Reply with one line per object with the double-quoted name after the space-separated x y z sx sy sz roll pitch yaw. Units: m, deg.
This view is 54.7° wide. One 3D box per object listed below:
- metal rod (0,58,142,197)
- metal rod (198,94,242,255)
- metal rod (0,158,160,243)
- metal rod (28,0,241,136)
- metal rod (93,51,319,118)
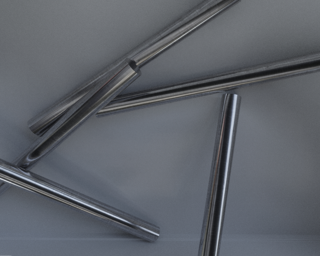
-0.142 0.017 0.399 0.300 0.025 0.025 -38 106 18 "metal rod"
0.067 0.105 0.379 0.025 0.025 0.299 11 82 -4 "metal rod"
-0.129 0.092 0.417 0.301 0.025 0.025 30 108 -21 "metal rod"
-0.039 -0.078 0.381 0.300 0.025 0.025 -32 107 10 "metal rod"
0.065 -0.055 0.391 0.302 0.025 0.025 -12 110 3 "metal rod"
